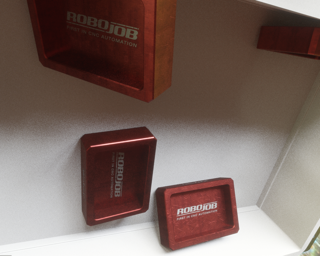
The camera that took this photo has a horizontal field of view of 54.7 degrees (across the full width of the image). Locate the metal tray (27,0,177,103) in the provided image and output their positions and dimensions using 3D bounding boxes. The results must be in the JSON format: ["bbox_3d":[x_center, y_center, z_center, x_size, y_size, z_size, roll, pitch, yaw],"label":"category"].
[{"bbox_3d":[-0.052,-0.083,0.261,0.030,0.130,0.089,-44,146,-45],"label":"metal tray"}]

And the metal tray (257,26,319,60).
[{"bbox_3d":[0.208,-0.109,0.412,0.131,0.090,0.030,1,107,-29],"label":"metal tray"}]

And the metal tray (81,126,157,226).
[{"bbox_3d":[-0.057,0.065,0.415,0.091,0.030,0.129,-8,122,-25],"label":"metal tray"}]

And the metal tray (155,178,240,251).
[{"bbox_3d":[0.062,0.132,0.492,0.131,0.030,0.089,-4,85,-27],"label":"metal tray"}]
